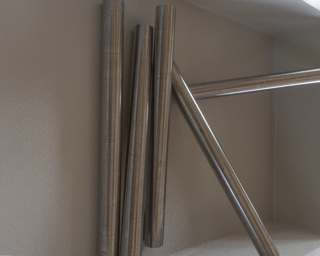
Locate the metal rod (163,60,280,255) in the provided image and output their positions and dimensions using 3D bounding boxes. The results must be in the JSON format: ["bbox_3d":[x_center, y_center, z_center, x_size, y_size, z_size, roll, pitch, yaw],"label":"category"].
[{"bbox_3d":[0.076,0.041,0.412,0.025,0.025,0.299,-29,90,-36],"label":"metal rod"}]

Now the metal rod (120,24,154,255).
[{"bbox_3d":[-0.027,0.023,0.369,0.025,0.025,0.298,9,80,-40],"label":"metal rod"}]

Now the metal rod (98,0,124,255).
[{"bbox_3d":[-0.056,0.002,0.358,0.025,0.025,0.298,2,89,-40],"label":"metal rod"}]

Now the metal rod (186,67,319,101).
[{"bbox_3d":[0.176,-0.071,0.471,0.302,0.025,0.025,-9,97,-14],"label":"metal rod"}]

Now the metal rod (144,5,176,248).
[{"bbox_3d":[0.000,0.001,0.391,0.025,0.025,0.298,0,95,-40],"label":"metal rod"}]
